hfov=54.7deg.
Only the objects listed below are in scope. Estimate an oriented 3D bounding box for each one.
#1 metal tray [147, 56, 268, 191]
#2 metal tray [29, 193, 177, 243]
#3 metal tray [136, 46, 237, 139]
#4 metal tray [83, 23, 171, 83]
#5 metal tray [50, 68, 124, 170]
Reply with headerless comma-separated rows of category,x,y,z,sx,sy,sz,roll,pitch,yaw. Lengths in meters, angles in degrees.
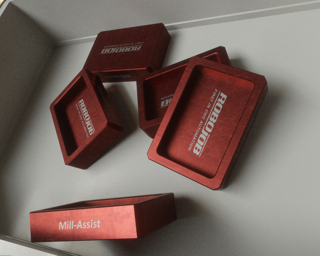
metal tray,0.053,-0.007,0.347,0.090,0.030,0.129,23,88,24
metal tray,-0.058,0.094,0.332,0.130,0.090,0.030,-10,81,22
metal tray,0.035,-0.047,0.411,0.130,0.030,0.090,-18,55,17
metal tray,-0.055,-0.120,0.503,0.130,0.030,0.090,2,63,28
metal tray,-0.112,-0.016,0.455,0.090,0.030,0.130,-43,50,16
